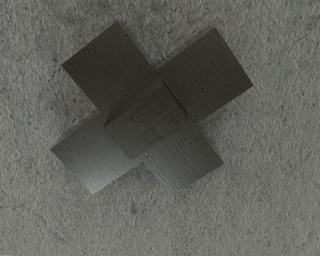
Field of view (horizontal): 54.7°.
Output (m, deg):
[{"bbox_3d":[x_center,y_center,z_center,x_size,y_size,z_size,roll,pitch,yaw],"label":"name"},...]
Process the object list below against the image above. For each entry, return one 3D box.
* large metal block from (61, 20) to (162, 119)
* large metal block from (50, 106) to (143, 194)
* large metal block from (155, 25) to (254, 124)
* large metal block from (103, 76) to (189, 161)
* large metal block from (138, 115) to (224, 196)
[{"bbox_3d":[-0.054,-0.070,0.370,0.080,0.050,0.080,-35,107,11],"label":"large metal block"},{"bbox_3d":[-0.078,0.025,0.405,0.080,0.050,0.080,-35,107,11],"label":"large metal block"},{"bbox_3d":[0.051,-0.065,0.374,0.080,0.050,0.080,-35,107,11],"label":"large metal block"},{"bbox_3d":[-0.016,-0.017,0.375,0.080,0.080,0.050,-34,107,11],"label":"large metal block"},{"bbox_3d":[0.024,0.028,0.408,0.080,0.050,0.080,-35,107,11],"label":"large metal block"}]
